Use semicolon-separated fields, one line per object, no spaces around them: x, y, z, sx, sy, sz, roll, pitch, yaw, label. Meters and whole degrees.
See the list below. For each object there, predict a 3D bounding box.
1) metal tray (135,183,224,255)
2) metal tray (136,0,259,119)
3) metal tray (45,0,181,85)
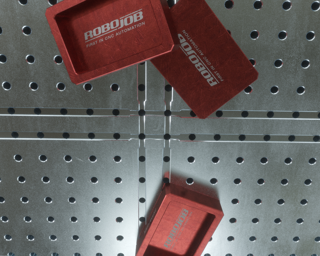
0.027;0.155;0.468;0.090;0.030;0.129;21;109;-8;metal tray
0.046;-0.086;0.380;0.090;0.030;0.130;-39;106;12;metal tray
-0.053;-0.110;0.344;0.130;0.030;0.090;-15;101;21;metal tray
